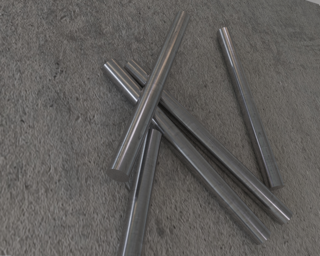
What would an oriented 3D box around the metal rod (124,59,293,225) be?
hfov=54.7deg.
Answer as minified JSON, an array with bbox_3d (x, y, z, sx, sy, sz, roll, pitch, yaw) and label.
[{"bbox_3d":[0.063,0.017,0.426,0.300,0.025,0.025,44,51,2],"label":"metal rod"}]

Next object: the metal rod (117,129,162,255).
[{"bbox_3d":[-0.030,0.130,0.307,0.025,0.025,0.300,21,54,-16],"label":"metal rod"}]

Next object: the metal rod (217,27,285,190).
[{"bbox_3d":[0.141,-0.046,0.507,0.025,0.025,0.299,4,60,-26],"label":"metal rod"}]

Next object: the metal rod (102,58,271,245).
[{"bbox_3d":[0.030,0.026,0.403,0.300,0.025,0.025,48,51,6],"label":"metal rod"}]

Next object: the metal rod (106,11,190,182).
[{"bbox_3d":[-0.004,-0.064,0.407,0.025,0.025,0.300,28,52,-11],"label":"metal rod"}]
